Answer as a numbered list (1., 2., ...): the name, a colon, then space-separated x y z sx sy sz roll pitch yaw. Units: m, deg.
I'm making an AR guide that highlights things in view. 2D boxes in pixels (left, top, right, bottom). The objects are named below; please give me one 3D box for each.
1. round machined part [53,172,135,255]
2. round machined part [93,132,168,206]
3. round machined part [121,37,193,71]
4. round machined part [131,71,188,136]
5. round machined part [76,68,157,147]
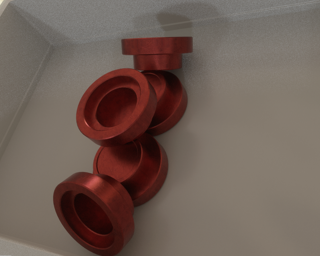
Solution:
1. round machined part: -0.069 0.091 0.348 0.098 0.097 0.042 7 27 30
2. round machined part: -0.043 0.046 0.385 0.098 0.042 0.098 -13 56 20
3. round machined part: -0.004 -0.104 0.434 0.098 0.099 0.042 8 108 31
4. round machined part: -0.016 -0.040 0.424 0.098 0.042 0.098 -13 56 20
5. round machined part: -0.048 -0.021 0.374 0.098 0.042 0.098 -13 56 20
